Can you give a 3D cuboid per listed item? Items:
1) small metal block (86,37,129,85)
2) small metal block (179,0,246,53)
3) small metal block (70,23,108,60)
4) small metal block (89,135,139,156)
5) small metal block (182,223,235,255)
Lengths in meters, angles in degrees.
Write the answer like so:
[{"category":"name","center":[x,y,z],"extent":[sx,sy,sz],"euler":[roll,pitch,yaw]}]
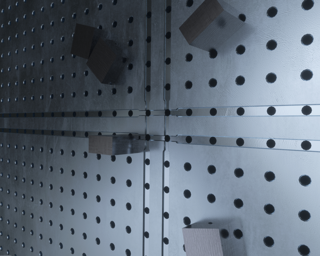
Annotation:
[{"category":"small metal block","center":[-0.081,-0.102,0.474],"extent":[0.050,0.025,0.050],"euler":[50,119,28]},{"category":"small metal block","center":[0.058,-0.114,0.344],"extent":[0.050,0.050,0.025],"euler":[-41,66,32]},{"category":"small metal block","center":[-0.116,-0.138,0.502],"extent":[0.050,0.025,0.050],"euler":[25,105,37]},{"category":"small metal block","center":[-0.066,0.023,0.446],"extent":[0.050,0.050,0.025],"euler":[2,91,39]},{"category":"small metal block","center":[0.057,0.139,0.361],"extent":[0.050,0.025,0.050],"euler":[-14,81,38]}]
